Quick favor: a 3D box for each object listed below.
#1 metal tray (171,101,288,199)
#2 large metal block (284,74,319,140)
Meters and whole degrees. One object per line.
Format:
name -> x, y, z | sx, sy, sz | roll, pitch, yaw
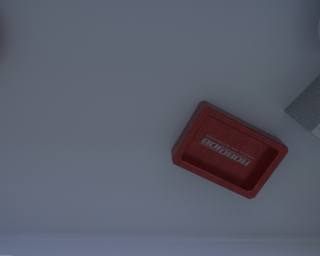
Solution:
metal tray -> 0.092, 0.032, 0.421 | 0.131, 0.030, 0.089 | 26, 108, -10
large metal block -> 0.212, -0.024, 0.376 | 0.050, 0.080, 0.080 | 37, 106, -13
